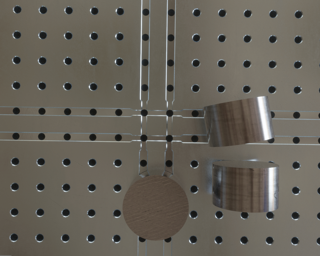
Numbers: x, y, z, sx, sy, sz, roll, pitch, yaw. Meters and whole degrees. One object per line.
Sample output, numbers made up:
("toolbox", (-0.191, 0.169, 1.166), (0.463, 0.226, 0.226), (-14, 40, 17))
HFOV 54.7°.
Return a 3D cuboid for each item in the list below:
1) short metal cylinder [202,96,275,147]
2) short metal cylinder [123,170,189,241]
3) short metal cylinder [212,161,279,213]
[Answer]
("short metal cylinder", (0.097, -0.008, 0.386), (0.080, 0.080, 0.050), (-9, 90, 0))
("short metal cylinder", (-0.005, 0.097, 0.401), (0.081, 0.050, 0.079), (0, 90, 0))
("short metal cylinder", (0.106, 0.070, 0.387), (0.081, 0.080, 0.050), (0, 90, 0))
